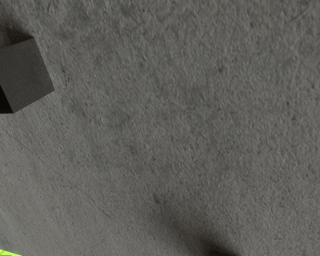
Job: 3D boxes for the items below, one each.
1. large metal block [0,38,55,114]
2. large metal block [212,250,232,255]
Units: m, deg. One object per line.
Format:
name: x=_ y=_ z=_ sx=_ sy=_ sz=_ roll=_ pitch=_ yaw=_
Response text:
large metal block: x=-0.206 y=-0.073 z=0.432 sx=0.050 sy=0.080 sz=0.080 roll=0 pitch=119 yaw=28
large metal block: x=0.095 y=0.254 z=0.478 sx=0.050 sy=0.080 sz=0.079 roll=11 pitch=123 yaw=22
